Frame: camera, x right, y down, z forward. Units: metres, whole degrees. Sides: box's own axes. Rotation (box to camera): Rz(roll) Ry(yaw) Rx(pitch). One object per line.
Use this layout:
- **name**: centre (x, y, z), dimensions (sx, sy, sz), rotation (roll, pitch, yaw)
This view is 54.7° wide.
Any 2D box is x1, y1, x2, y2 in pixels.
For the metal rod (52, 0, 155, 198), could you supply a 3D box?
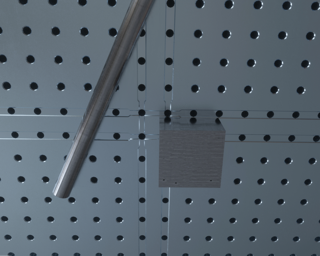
- **metal rod**: centre (-0.078, -0.033, 0.399), dimensions (0.025, 0.025, 0.298), rotation (24, 108, -9)

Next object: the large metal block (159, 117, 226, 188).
- **large metal block**: centre (0.039, 0.032, 0.412), dimensions (0.081, 0.050, 0.079), rotation (1, 110, -1)
